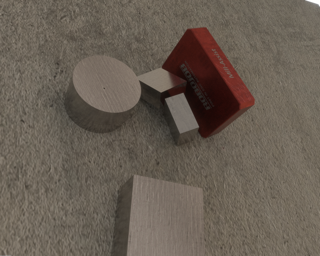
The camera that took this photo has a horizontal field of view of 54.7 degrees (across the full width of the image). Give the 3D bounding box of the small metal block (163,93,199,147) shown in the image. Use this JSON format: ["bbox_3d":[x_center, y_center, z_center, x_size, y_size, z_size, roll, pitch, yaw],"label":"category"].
[{"bbox_3d":[0.026,-0.010,0.404,0.025,0.050,0.050,-19,70,-9],"label":"small metal block"}]

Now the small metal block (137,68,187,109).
[{"bbox_3d":[0.000,-0.056,0.424,0.050,0.025,0.050,33,44,32],"label":"small metal block"}]

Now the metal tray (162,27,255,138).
[{"bbox_3d":[0.062,-0.062,0.432,0.030,0.090,0.130,-19,72,-35],"label":"metal tray"}]

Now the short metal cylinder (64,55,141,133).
[{"bbox_3d":[-0.070,-0.040,0.375,0.081,0.050,0.080,14,56,-21],"label":"short metal cylinder"}]

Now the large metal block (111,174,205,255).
[{"bbox_3d":[-0.002,0.102,0.324,0.081,0.050,0.080,15,56,-20],"label":"large metal block"}]
